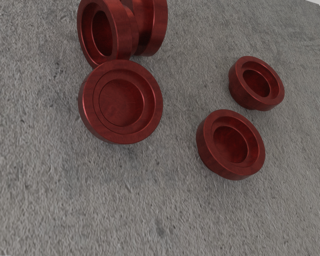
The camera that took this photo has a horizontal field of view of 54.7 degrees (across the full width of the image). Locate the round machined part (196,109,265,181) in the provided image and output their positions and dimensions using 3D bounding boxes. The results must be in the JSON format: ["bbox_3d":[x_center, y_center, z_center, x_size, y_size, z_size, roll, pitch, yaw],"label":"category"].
[{"bbox_3d":[0.092,0.026,0.426,0.099,0.042,0.098,14,56,-21],"label":"round machined part"}]

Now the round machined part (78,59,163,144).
[{"bbox_3d":[-0.049,-0.029,0.369,0.099,0.042,0.097,3,85,-29],"label":"round machined part"}]

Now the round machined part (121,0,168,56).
[{"bbox_3d":[-0.032,-0.150,0.432,0.042,0.097,0.098,-3,64,-30],"label":"round machined part"}]

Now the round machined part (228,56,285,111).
[{"bbox_3d":[0.155,-0.069,0.518,0.099,0.042,0.098,14,56,-21],"label":"round machined part"}]

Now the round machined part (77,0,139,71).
[{"bbox_3d":[-0.064,-0.121,0.397,0.042,0.097,0.098,-21,73,-36],"label":"round machined part"}]
